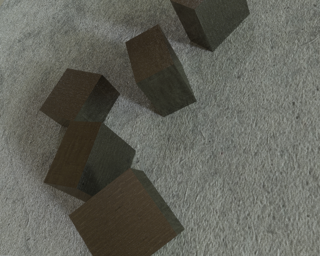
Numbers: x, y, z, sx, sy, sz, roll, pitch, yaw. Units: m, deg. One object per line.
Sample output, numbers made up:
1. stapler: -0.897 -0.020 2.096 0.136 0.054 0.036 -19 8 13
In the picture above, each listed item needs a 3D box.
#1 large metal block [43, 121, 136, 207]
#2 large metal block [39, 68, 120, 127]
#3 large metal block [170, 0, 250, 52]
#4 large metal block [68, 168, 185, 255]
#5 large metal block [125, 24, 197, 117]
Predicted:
1. large metal block: -0.082 0.046 0.383 0.050 0.080 0.080 2 63 30
2. large metal block: -0.123 -0.041 0.477 0.080 0.050 0.080 16 70 34
3. large metal block: 0.072 -0.170 0.435 0.080 0.080 0.050 -47 51 -4
4. large metal block: -0.033 0.100 0.327 0.080 0.050 0.080 -38 73 2
5. large metal block: 0.002 -0.075 0.414 0.050 0.080 0.080 -26 53 13
